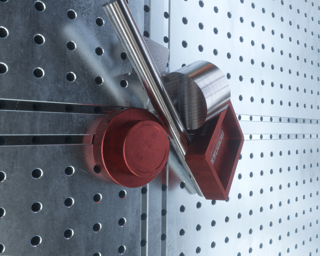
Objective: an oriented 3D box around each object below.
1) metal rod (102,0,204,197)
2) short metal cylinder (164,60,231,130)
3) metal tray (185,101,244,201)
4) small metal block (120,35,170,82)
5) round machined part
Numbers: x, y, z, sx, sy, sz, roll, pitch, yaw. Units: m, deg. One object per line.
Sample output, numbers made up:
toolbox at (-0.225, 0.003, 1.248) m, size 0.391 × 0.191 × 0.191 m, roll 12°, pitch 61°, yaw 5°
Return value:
metal rod at (0.010, -0.018, 0.398) m, size 0.025 × 0.025 × 0.299 m, roll -47°, pitch 126°, yaw -30°
short metal cylinder at (0.046, -0.044, 0.414) m, size 0.050 × 0.080 × 0.080 m, roll -32°, pitch 110°, yaw -36°
metal tray at (0.085, 0.028, 0.452) m, size 0.090 × 0.030 × 0.130 m, roll 61°, pitch 40°, yaw -31°
small metal block at (-0.018, -0.085, 0.396) m, size 0.050 × 0.025 × 0.050 m, roll 17°, pitch 79°, yaw -39°
round machined part at (-0.027, 0.024, 0.376) m, size 0.099 × 0.042 × 0.097 m, roll 0°, pitch 90°, yaw -40°
